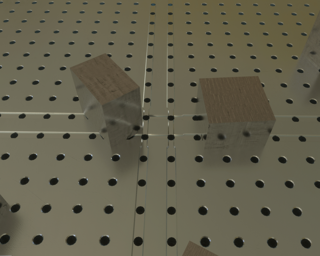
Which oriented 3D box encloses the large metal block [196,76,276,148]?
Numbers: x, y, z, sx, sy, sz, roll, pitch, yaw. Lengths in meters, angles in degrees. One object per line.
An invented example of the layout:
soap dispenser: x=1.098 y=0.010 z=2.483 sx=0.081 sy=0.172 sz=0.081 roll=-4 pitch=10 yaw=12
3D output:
large metal block: x=0.095 y=-0.022 z=0.411 sx=0.080 sy=0.050 sz=0.080 roll=-3 pitch=50 yaw=-2

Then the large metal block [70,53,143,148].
large metal block: x=-0.067 y=-0.036 z=0.402 sx=0.050 sy=0.080 sz=0.080 roll=-30 pitch=56 yaw=-22

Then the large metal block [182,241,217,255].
large metal block: x=0.042 y=0.157 z=0.260 sx=0.080 sy=0.050 sz=0.080 roll=23 pitch=54 yaw=18

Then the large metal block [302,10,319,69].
large metal block: x=0.291 y=-0.148 z=0.498 sx=0.081 sy=0.080 sz=0.050 roll=-16 pitch=52 yaw=-13

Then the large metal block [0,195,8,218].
large metal block: x=-0.218 y=0.096 z=0.310 sx=0.080 sy=0.050 sz=0.080 roll=5 pitch=50 yaw=4
